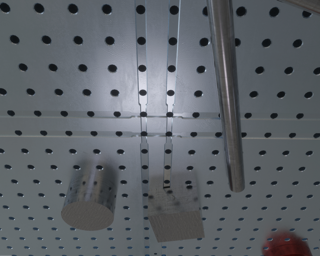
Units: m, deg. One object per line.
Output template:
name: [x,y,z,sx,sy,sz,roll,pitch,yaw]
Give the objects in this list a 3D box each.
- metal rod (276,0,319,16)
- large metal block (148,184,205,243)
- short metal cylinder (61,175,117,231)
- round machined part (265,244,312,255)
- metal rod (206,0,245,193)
metal rod: [0.096,-0.141,0.292,0.302,0.025,0.025,14,129,-12]
large metal block: [0.028,0.144,0.518,0.080,0.050,0.080,-9,130,7]
short metal cylinder: [-0.112,0.121,0.497,0.081,0.050,0.079,0,130,0]
round machined part: [0.272,0.287,0.648,0.099,0.042,0.097,0,130,0]
metal rod: [0.089,-0.019,0.396,0.025,0.025,0.299,-10,130,8]
